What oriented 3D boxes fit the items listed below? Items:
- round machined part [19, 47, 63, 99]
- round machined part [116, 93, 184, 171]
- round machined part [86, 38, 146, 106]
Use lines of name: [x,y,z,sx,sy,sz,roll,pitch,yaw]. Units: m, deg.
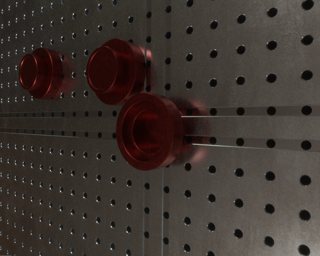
round machined part: [-0.230,-0.103,0.584,0.098,0.042,0.097,0,90,39]
round machined part: [-0.008,0.004,0.403,0.098,0.042,0.097,0,90,39]
round machined part: [-0.071,-0.082,0.454,0.098,0.042,0.097,0,90,39]
